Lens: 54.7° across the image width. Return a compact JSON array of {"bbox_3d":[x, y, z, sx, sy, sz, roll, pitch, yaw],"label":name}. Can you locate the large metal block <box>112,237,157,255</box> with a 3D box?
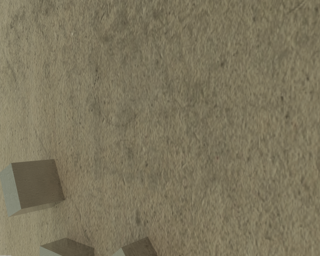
[{"bbox_3d":[-0.037,0.208,0.417,0.080,0.050,0.080,-48,62,29],"label":"large metal block"}]

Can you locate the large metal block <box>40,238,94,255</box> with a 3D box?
[{"bbox_3d":[-0.154,0.237,0.513,0.080,0.050,0.079,-1,90,39],"label":"large metal block"}]

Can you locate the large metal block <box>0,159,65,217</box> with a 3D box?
[{"bbox_3d":[-0.228,0.105,0.554,0.050,0.081,0.080,-32,70,35],"label":"large metal block"}]
